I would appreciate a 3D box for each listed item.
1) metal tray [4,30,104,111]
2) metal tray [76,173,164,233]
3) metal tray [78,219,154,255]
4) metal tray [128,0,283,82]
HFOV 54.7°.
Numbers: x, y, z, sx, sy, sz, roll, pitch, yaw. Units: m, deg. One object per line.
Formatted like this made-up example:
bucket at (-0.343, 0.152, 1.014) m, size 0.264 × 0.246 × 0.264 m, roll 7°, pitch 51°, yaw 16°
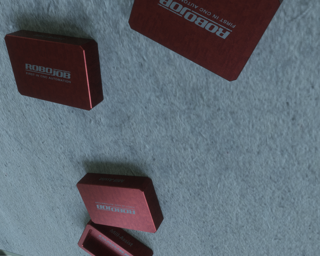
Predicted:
metal tray at (-0.145, -0.081, 0.428) m, size 0.130 × 0.030 × 0.089 m, roll 13°, pitch 124°, yaw 20°
metal tray at (-0.067, 0.122, 0.512) m, size 0.130 × 0.030 × 0.089 m, roll -1°, pitch 118°, yaw 28°
metal tray at (-0.087, 0.229, 0.588) m, size 0.130 × 0.030 × 0.089 m, roll 33°, pitch 129°, yaw 6°
metal tray at (0.040, -0.116, 0.309) m, size 0.130 × 0.030 × 0.089 m, roll 30°, pitch 128°, yaw 8°
